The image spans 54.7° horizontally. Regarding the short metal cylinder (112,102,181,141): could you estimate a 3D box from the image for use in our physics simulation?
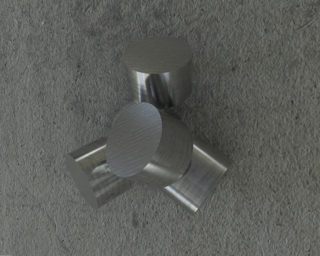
[{"bbox_3d":[-0.015,0.006,0.402,0.080,0.050,0.080,0,89,19],"label":"short metal cylinder"}]

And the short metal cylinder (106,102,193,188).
[{"bbox_3d":[-0.012,0.019,0.330,0.080,0.050,0.080,-21,56,36],"label":"short metal cylinder"}]

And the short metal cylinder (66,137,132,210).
[{"bbox_3d":[-0.080,0.058,0.403,0.080,0.050,0.079,38,144,36],"label":"short metal cylinder"}]

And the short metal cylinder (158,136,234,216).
[{"bbox_3d":[0.043,0.056,0.366,0.050,0.080,0.080,36,102,16],"label":"short metal cylinder"}]

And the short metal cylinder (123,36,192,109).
[{"bbox_3d":[-0.001,-0.068,0.375,0.080,0.080,0.050,15,138,19],"label":"short metal cylinder"}]
